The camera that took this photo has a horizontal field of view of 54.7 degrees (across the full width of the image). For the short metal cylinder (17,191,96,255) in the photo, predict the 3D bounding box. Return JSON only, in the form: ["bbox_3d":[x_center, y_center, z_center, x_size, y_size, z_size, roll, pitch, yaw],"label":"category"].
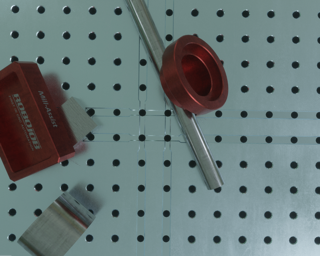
[{"bbox_3d":[-0.126,0.126,0.384,0.050,0.080,0.080,42,90,-1],"label":"short metal cylinder"}]

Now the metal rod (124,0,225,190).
[{"bbox_3d":[0.015,-0.059,0.413,0.025,0.025,0.299,-24,90,0],"label":"metal rod"}]

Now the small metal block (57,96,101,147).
[{"bbox_3d":[-0.116,-0.006,0.412,0.050,0.025,0.050,-41,91,0],"label":"small metal block"}]

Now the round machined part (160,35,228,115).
[{"bbox_3d":[0.038,-0.063,0.388,0.042,0.099,0.098,-23,90,44],"label":"round machined part"}]

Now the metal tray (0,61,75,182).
[{"bbox_3d":[-0.172,-0.007,0.391,0.090,0.030,0.129,-23,90,24],"label":"metal tray"}]
